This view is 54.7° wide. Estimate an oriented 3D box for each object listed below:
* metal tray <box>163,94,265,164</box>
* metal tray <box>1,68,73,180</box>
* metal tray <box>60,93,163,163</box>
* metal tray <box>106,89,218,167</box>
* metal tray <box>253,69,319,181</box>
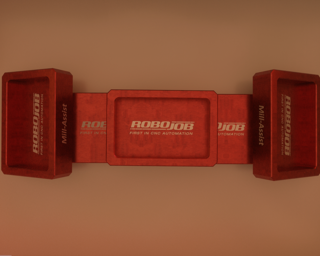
[{"bbox_3d":[0.069,0.001,0.408,0.131,0.030,0.089,0,90,0],"label":"metal tray"},{"bbox_3d":[-0.155,-0.005,0.388,0.090,0.030,0.129,1,90,25],"label":"metal tray"},{"bbox_3d":[-0.062,0.000,0.408,0.131,0.030,0.089,0,90,0],"label":"metal tray"},{"bbox_3d":[0.003,0.000,0.377,0.131,0.030,0.089,1,89,0],"label":"metal tray"},{"bbox_3d":[0.160,-0.003,0.389,0.091,0.030,0.129,0,90,-28],"label":"metal tray"}]
